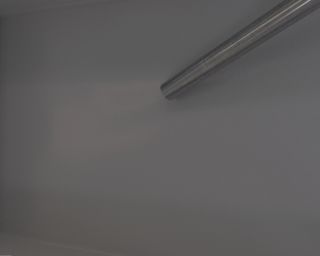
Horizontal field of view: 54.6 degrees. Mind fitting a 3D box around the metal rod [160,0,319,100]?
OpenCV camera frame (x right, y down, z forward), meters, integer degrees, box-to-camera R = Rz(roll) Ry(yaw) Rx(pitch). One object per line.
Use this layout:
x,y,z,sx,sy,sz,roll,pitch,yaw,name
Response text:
0.114,-0.107,0.320,0.299,0.025,0.025,-30,80,37,metal rod
